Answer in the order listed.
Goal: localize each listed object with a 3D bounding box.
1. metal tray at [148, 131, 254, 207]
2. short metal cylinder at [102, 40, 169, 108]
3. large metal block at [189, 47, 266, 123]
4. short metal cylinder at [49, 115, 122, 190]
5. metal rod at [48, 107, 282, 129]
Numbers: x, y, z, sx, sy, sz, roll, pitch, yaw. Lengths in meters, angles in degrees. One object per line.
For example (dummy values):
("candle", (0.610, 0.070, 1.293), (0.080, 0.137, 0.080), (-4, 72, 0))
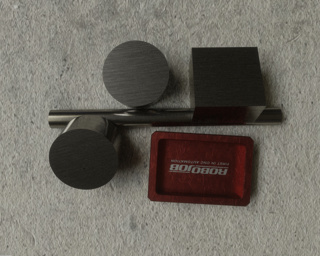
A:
("metal tray", (0.052, 0.052, 0.408), (0.131, 0.030, 0.089), (3, 90, 0))
("short metal cylinder", (-0.029, -0.066, 0.398), (0.081, 0.050, 0.080), (0, 90, 0))
("large metal block", (0.080, -0.053, 0.387), (0.081, 0.050, 0.080), (-1, 69, 0))
("short metal cylinder", (-0.089, 0.029, 0.386), (0.081, 0.050, 0.079), (0, 111, -1))
("metal rod", (0.007, -0.014, 0.412), (0.302, 0.025, 0.025), (-1, 90, 0))
